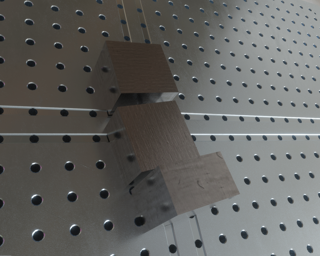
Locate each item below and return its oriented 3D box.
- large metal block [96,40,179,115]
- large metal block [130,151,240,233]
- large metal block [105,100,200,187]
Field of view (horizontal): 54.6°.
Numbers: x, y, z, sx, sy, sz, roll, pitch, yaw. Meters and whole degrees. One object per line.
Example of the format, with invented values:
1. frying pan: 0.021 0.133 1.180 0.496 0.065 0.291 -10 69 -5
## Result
1. large metal block: -0.032 -0.067 0.415 0.081 0.050 0.080 -5 64 -30
2. large metal block: 0.025 0.071 0.342 0.081 0.080 0.050 -9 66 -32
3. large metal block: -0.010 0.017 0.376 0.081 0.050 0.080 -10 67 -32
